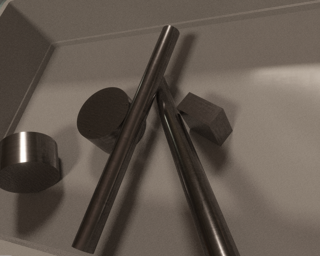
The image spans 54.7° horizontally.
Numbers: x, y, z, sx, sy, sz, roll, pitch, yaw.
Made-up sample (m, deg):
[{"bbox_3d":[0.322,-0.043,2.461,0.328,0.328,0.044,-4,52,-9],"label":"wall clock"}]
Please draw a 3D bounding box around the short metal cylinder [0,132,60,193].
[{"bbox_3d":[-0.185,0.050,0.435,0.080,0.080,0.050,-27,53,11],"label":"short metal cylinder"}]

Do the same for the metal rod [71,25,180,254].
[{"bbox_3d":[-0.034,-0.002,0.381,0.025,0.025,0.300,8,67,31],"label":"metal rod"}]

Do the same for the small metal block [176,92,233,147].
[{"bbox_3d":[0.053,-0.010,0.367,0.050,0.050,0.025,33,78,37],"label":"small metal block"}]

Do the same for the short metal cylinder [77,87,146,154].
[{"bbox_3d":[-0.066,-0.009,0.429,0.080,0.050,0.080,-13,56,21],"label":"short metal cylinder"}]

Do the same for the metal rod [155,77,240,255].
[{"bbox_3d":[0.023,0.021,0.331,0.025,0.025,0.300,-29,37,9],"label":"metal rod"}]
